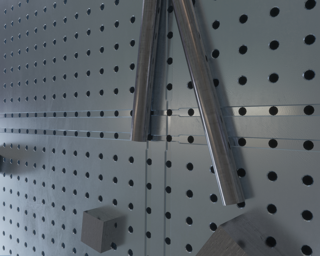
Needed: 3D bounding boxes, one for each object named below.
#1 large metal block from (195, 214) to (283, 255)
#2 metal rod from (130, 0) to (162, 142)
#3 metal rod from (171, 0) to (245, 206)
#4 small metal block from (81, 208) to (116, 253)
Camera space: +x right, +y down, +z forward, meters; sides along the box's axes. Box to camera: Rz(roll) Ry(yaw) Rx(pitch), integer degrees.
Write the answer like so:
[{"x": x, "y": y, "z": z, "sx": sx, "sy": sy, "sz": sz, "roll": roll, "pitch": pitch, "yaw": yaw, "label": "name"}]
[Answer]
[{"x": 0.082, "y": 0.153, "z": 0.325, "sx": 0.080, "sy": 0.050, "sz": 0.080, "roll": 44, "pitch": 117, "yaw": 31, "label": "large metal block"}, {"x": -0.015, "y": -0.130, "z": 0.421, "sx": 0.025, "sy": 0.025, "sz": 0.298, "roll": 10, "pitch": 96, "yaw": 39, "label": "metal rod"}, {"x": 0.049, "y": -0.061, "z": 0.368, "sx": 0.025, "sy": 0.025, "sz": 0.299, "roll": -21, "pitch": 77, "yaw": 38, "label": "metal rod"}, {"x": -0.098, "y": 0.161, "z": 0.491, "sx": 0.050, "sy": 0.025, "sz": 0.050, "roll": 11, "pitch": 97, "yaw": 39, "label": "small metal block"}]
